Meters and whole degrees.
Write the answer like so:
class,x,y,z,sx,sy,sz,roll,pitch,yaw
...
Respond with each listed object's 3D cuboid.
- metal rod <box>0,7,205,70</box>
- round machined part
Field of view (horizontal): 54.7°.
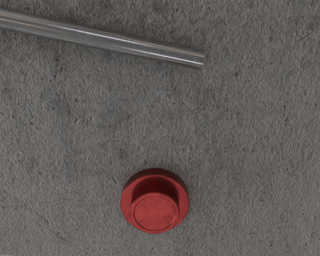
class,x,y,z,sx,sy,sz,roll,pitch,yaw
metal rod,-0.096,-0.111,0.367,0.302,0.025,0.025,11,110,-4
round machined part,-0.007,0.110,0.441,0.099,0.042,0.097,0,110,0
